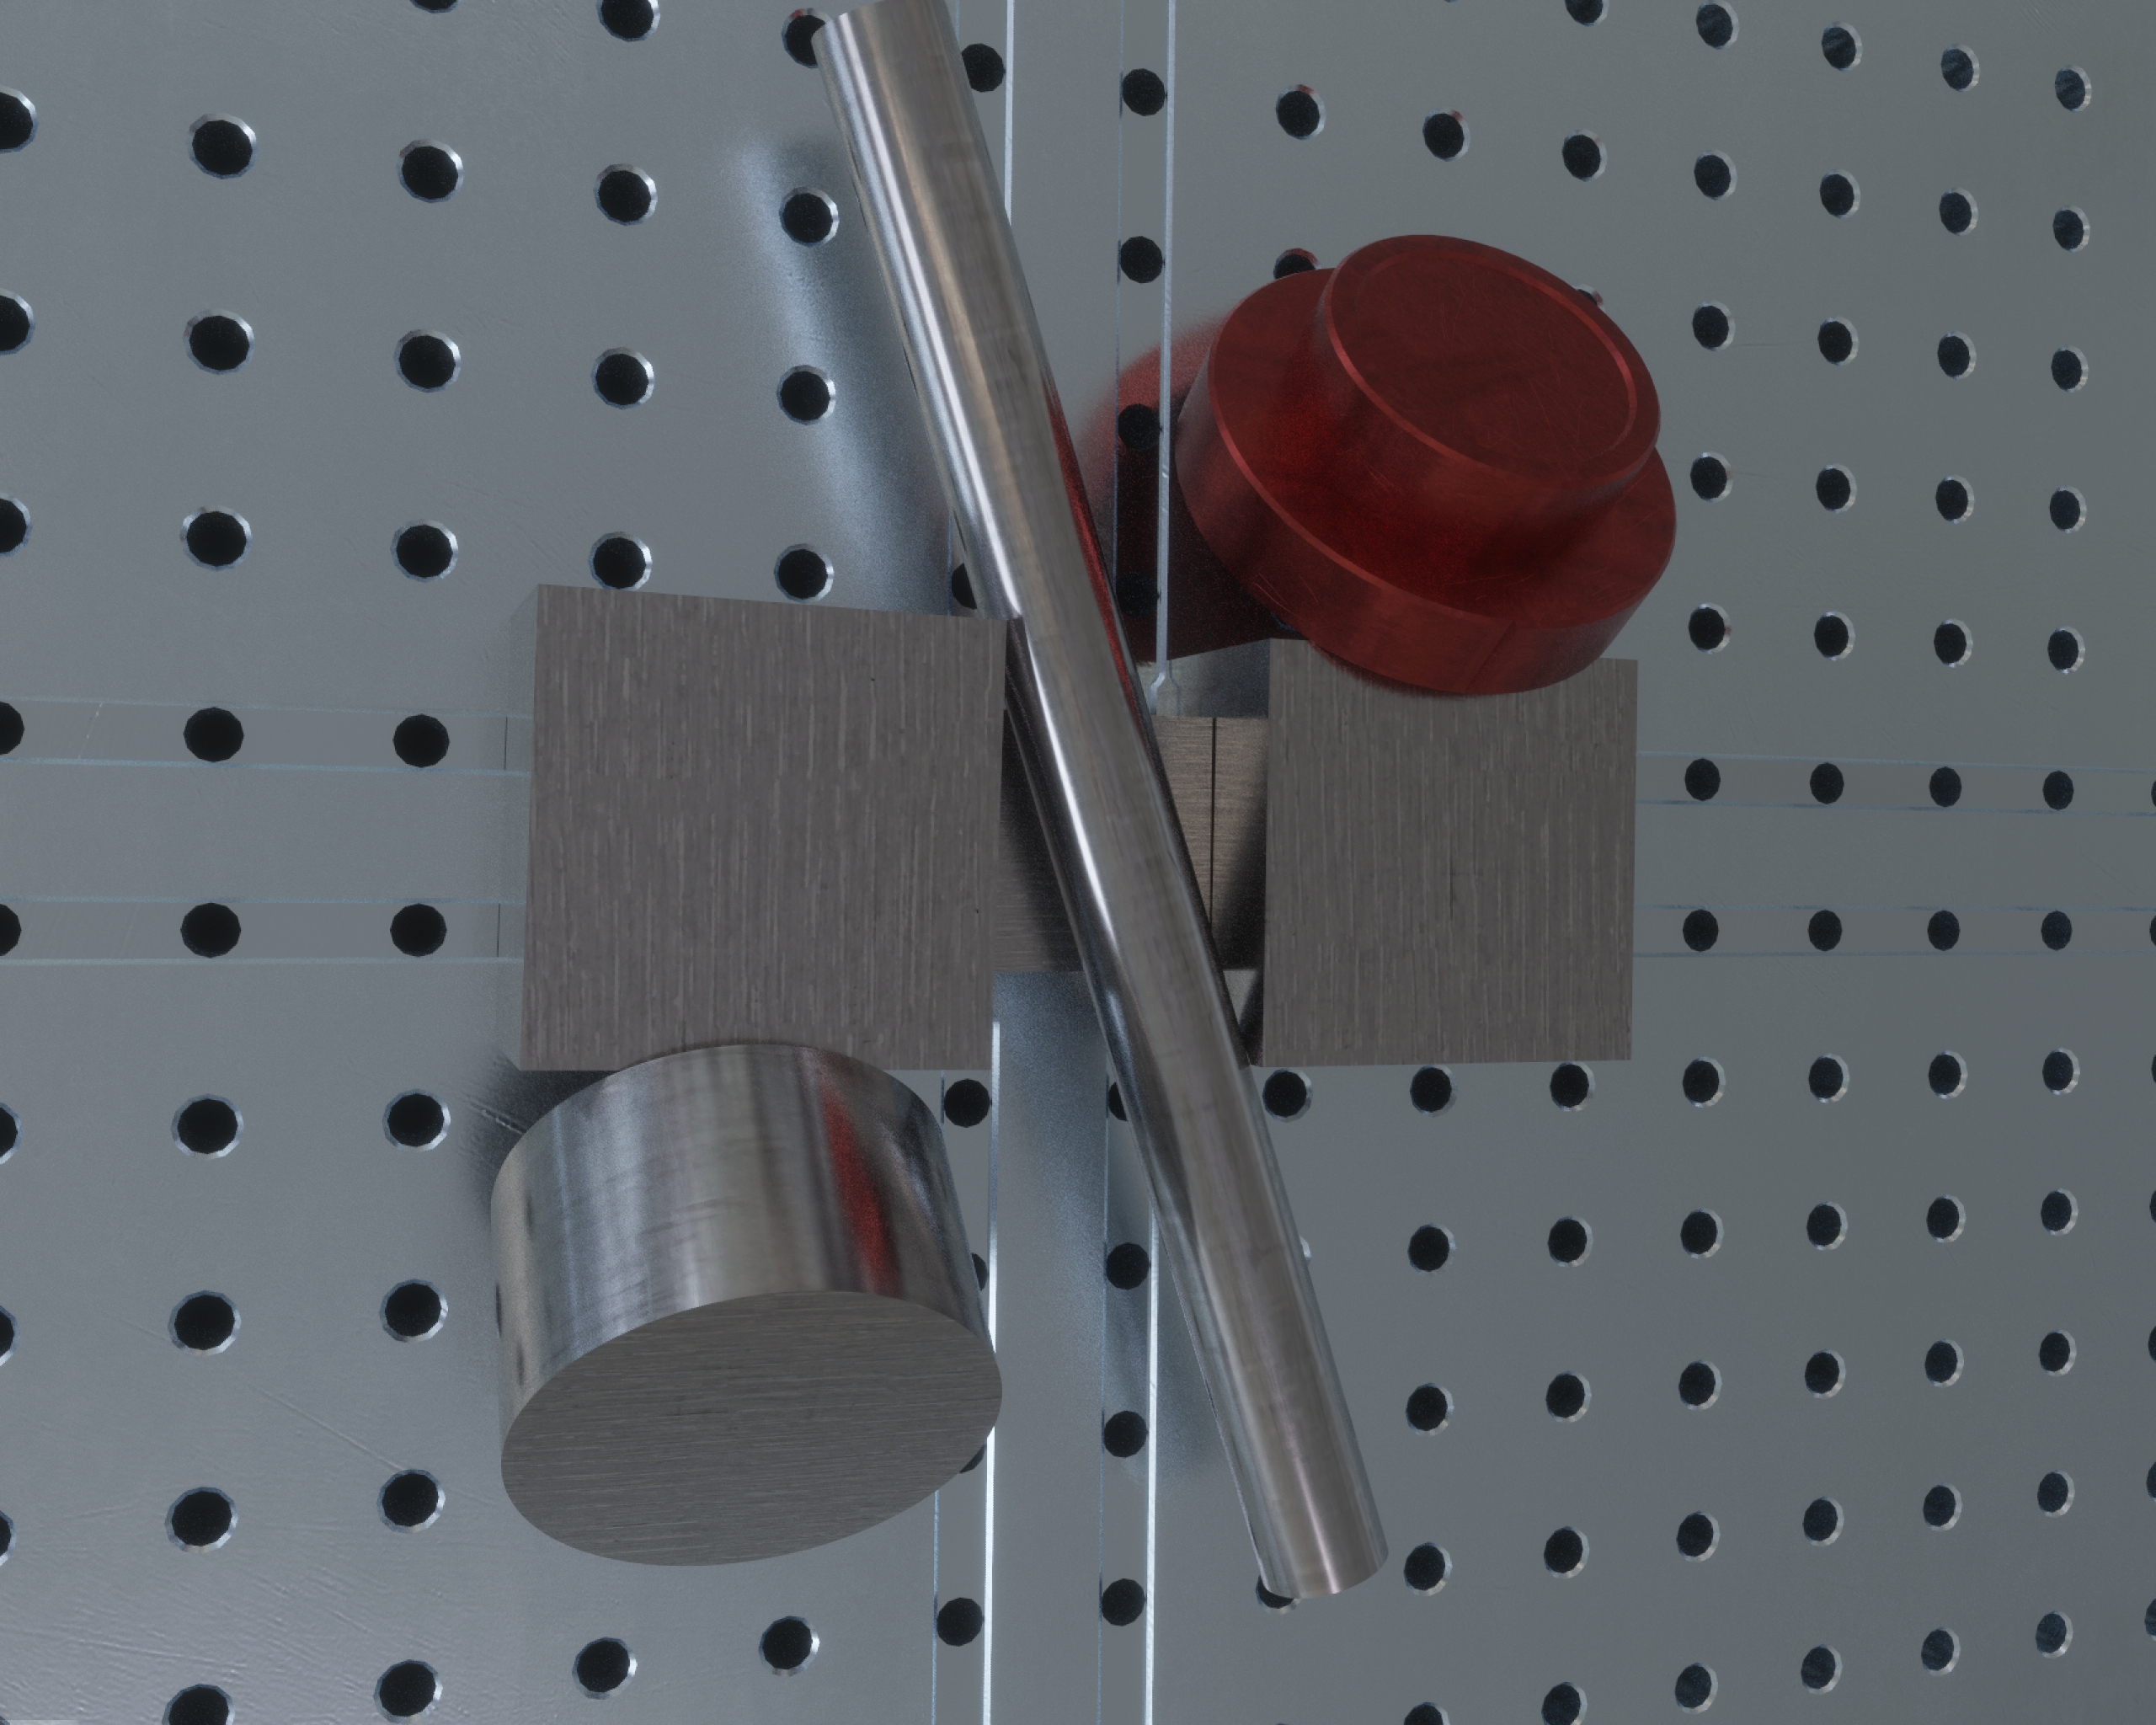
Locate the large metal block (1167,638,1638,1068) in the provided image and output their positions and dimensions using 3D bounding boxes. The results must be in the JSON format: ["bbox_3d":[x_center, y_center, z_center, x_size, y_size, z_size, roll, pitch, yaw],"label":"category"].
[{"bbox_3d":[0.064,-0.001,0.424,0.081,0.050,0.080,1,90,-20],"label":"large metal block"}]

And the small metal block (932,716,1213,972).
[{"bbox_3d":[-0.002,-0.004,0.412,0.050,0.025,0.050,1,90,-20],"label":"small metal block"}]

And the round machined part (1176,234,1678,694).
[{"bbox_3d":[0.072,-0.083,0.404,0.099,0.042,0.098,10,52,-13],"label":"round machined part"}]

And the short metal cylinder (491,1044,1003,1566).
[{"bbox_3d":[-0.057,0.076,0.356,0.081,0.050,0.080,-10,135,-9],"label":"short metal cylinder"}]

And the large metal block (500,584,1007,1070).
[{"bbox_3d":[-0.060,-0.005,0.378,0.081,0.050,0.080,2,89,-20],"label":"large metal block"}]

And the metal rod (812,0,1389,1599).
[{"bbox_3d":[0.006,-0.007,0.387,0.025,0.025,0.298,-18,96,-19],"label":"metal rod"}]
